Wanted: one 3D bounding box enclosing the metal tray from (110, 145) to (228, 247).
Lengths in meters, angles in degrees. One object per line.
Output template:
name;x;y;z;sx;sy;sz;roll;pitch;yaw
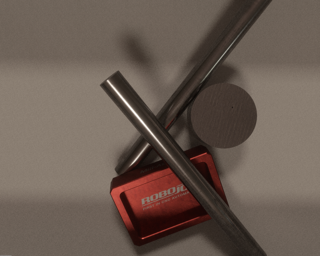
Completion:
metal tray;0.013;0.087;0.396;0.131;0.030;0.090;-21;107;-1

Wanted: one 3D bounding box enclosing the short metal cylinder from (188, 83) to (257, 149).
short metal cylinder;0.077;-0.015;0.400;0.081;0.050;0.079;0;90;-1

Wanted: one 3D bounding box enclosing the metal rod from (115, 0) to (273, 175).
metal rod;0.042;-0.056;0.391;0.025;0.025;0.299;38;98;-1

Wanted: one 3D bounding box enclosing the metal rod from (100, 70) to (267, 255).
metal rod;0.038;0.060;0.362;0.025;0.025;0.300;-39;106;0
